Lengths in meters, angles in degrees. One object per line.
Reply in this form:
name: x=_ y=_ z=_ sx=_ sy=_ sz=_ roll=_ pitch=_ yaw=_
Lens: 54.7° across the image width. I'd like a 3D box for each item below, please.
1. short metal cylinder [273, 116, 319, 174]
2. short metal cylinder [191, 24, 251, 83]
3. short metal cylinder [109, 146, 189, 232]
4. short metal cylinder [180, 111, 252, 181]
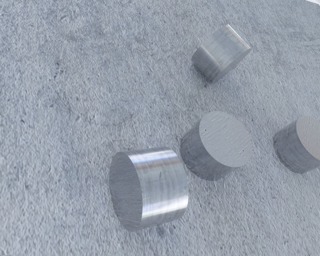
short metal cylinder: x=0.230 y=0.027 z=0.495 sx=0.081 sy=0.050 sz=0.080 roll=14 pitch=56 yaw=-21
short metal cylinder: x=0.096 y=-0.116 z=0.491 sx=0.050 sy=0.080 sz=0.081 roll=50 pitch=51 yaw=6
short metal cylinder: x=-0.014 y=0.062 z=0.323 sx=0.050 sy=0.080 sz=0.080 roll=-5 pitch=64 yaw=-30
short metal cylinder: x=0.074 y=0.024 z=0.413 sx=0.081 sy=0.050 sz=0.080 roll=14 pitch=56 yaw=-21
